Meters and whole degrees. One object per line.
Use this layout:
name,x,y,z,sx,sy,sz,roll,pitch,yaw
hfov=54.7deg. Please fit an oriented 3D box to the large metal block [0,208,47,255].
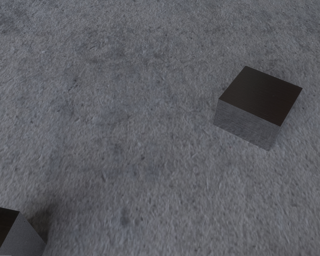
large metal block,-0.149,0.120,0.265,0.050,0.080,0.080,9,51,7

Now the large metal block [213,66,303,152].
large metal block,0.129,-0.028,0.412,0.080,0.050,0.080,28,55,21
